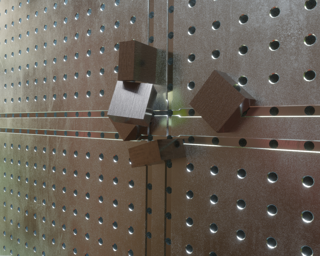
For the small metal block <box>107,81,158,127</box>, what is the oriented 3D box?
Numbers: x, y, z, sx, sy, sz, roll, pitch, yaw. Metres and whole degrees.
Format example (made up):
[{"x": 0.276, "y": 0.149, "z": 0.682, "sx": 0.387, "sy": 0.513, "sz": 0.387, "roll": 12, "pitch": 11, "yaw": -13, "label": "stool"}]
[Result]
[{"x": -0.036, "y": -0.032, "z": 0.410, "sx": 0.050, "sy": 0.025, "sz": 0.050, "roll": 8, "pitch": 71, "yaw": 17, "label": "small metal block"}]

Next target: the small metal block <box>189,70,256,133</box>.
[{"x": 0.070, "y": -0.030, "z": 0.353, "sx": 0.050, "sy": 0.025, "sz": 0.050, "roll": 50, "pitch": 120, "yaw": 28, "label": "small metal block"}]

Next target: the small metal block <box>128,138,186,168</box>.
[{"x": -0.003, "y": 0.032, "z": 0.397, "sx": 0.050, "sy": 0.050, "sz": 0.025, "roll": -19, "pitch": 78, "yaw": 38, "label": "small metal block"}]

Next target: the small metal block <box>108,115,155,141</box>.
[{"x": -0.042, "y": -0.017, "z": 0.446, "sx": 0.050, "sy": 0.025, "sz": 0.050, "roll": -50, "pitch": 61, "yaw": 28, "label": "small metal block"}]

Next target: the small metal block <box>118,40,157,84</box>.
[{"x": -0.030, "y": -0.086, "z": 0.417, "sx": 0.025, "sy": 0.050, "sz": 0.050, "roll": 4, "pitch": 93, "yaw": 33, "label": "small metal block"}]
